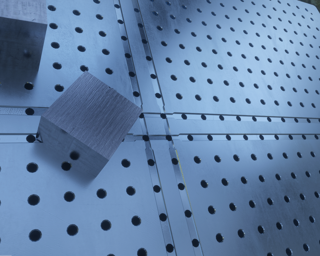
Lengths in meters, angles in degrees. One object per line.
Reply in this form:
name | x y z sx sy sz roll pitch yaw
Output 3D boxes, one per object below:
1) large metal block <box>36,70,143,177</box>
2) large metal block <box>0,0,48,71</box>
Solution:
large metal block | -0.079 -0.005 0.354 0.080 0.050 0.080 35 51 -6
large metal block | -0.166 -0.126 0.361 0.050 0.080 0.080 1 61 -28
